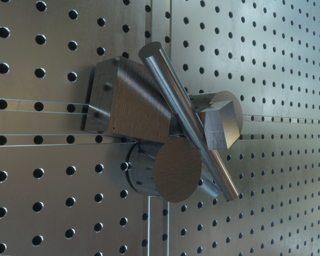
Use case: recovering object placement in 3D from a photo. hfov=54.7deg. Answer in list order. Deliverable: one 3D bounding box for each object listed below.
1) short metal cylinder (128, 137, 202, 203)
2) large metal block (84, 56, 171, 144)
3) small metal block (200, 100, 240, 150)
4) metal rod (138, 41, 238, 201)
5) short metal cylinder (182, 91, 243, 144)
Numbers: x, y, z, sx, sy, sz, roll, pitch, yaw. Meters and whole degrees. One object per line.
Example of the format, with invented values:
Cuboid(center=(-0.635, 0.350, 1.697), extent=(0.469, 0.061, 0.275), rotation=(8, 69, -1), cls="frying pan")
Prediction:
Cuboid(center=(0.007, 0.050, 0.394), extent=(0.081, 0.050, 0.079), rotation=(0, 90, -40), cls="short metal cylinder")
Cuboid(center=(-0.033, -0.028, 0.359), extent=(0.081, 0.050, 0.080), rotation=(14, 81, -39), cls="large metal block")
Cuboid(center=(0.078, -0.004, 0.396), extent=(0.050, 0.025, 0.050), rotation=(-31, 110, -55), cls="small metal block")
Cuboid(center=(0.053, 0.015, 0.403), extent=(0.025, 0.025, 0.300), rotation=(-58, 137, -24), cls="metal rod")
Cuboid(center=(0.076, -0.013, 0.453), extent=(0.081, 0.050, 0.079), rotation=(0, 90, -40), cls="short metal cylinder")
